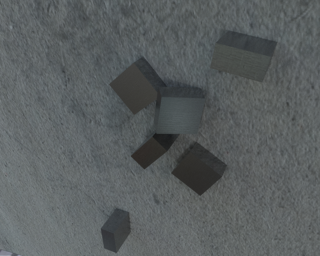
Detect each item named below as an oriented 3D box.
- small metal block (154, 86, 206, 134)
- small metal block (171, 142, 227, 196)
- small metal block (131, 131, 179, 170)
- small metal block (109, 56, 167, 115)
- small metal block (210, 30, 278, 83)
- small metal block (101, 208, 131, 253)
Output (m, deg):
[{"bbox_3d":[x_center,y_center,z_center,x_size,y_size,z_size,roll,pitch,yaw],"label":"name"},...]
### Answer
[{"bbox_3d":[0.022,-0.020,0.367,0.050,0.025,0.050,1,125,-11],"label":"small metal block"},{"bbox_3d":[0.052,0.055,0.413,0.050,0.025,0.050,38,129,2],"label":"small metal block"},{"bbox_3d":[-0.004,0.020,0.404,0.025,0.050,0.050,45,129,-3],"label":"small metal block"},{"bbox_3d":[-0.027,-0.052,0.387,0.050,0.025,0.050,-32,101,38],"label":"small metal block"},{"bbox_3d":[0.083,-0.072,0.302,0.050,0.050,0.025,19,126,16],"label":"small metal block"},{"bbox_3d":[-0.075,0.178,0.538,0.025,0.050,0.050,12,124,21],"label":"small metal block"}]
